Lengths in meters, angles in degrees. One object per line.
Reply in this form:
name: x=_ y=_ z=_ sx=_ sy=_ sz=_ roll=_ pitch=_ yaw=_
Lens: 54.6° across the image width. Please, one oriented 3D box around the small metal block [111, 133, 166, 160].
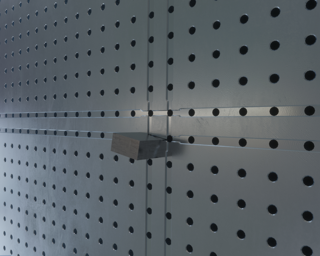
small metal block: x=-0.029 y=0.023 z=0.419 sx=0.050 sy=0.050 sz=0.025 roll=14 pitch=99 yaw=39
